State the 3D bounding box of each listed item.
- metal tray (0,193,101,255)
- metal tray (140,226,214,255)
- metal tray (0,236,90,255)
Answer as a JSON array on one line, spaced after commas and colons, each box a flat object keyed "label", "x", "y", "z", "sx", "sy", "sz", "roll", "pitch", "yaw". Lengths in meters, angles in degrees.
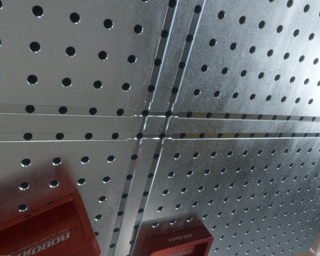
[{"label": "metal tray", "x": -0.148, "y": 0.142, "z": 0.376, "sx": 0.131, "sy": 0.090, "sz": 0.030, "roll": -22, "pitch": 127, "yaw": -16}, {"label": "metal tray", "x": 0.028, "y": 0.235, "z": 0.570, "sx": 0.131, "sy": 0.030, "sz": 0.089, "roll": -3, "pitch": 120, "yaw": -28}, {"label": "metal tray", "x": -0.175, "y": 0.206, "z": 0.440, "sx": 0.131, "sy": 0.030, "sz": 0.089, "roll": 3, "pitch": 117, "yaw": -30}]
